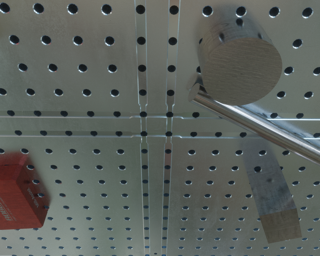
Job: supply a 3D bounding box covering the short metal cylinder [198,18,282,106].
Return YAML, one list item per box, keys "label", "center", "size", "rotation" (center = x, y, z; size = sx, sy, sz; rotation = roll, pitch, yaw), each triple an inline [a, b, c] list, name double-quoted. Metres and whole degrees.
- label: "short metal cylinder"
  center: [0.084, -0.071, 0.336]
  size: [0.081, 0.050, 0.079]
  rotation: [0, 130, 0]

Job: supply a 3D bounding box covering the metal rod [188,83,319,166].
- label: "metal rod"
  center: [0.171, 0.014, 0.425]
  size: [0.302, 0.025, 0.025]
  rotation: [24, 126, -20]

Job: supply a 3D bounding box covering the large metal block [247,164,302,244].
- label: "large metal block"
  center: [0.175, 0.117, 0.477]
  size: [0.050, 0.080, 0.080]
  rotation: [-17, 128, 14]

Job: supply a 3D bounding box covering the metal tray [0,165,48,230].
- label: "metal tray"
  center: [-0.251, 0.117, 0.505]
  size: [0.091, 0.030, 0.129]
  rotation: [-4, 130, 3]
